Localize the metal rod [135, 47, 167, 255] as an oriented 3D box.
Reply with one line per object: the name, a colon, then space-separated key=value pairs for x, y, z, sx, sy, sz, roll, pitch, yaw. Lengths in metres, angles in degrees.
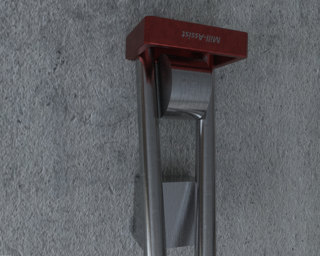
metal rod: x=-0.011 y=0.042 z=0.359 sx=0.025 sy=0.025 sz=0.299 roll=2 pitch=74 yaw=-20

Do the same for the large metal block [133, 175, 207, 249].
large metal block: x=0.011 y=0.105 z=0.400 sx=0.081 sy=0.050 sz=0.079 roll=2 pitch=90 yaw=-20

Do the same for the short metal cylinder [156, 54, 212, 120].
short metal cylinder: x=0.023 y=-0.050 z=0.391 sx=0.050 sy=0.080 sz=0.079 roll=2 pitch=90 yaw=-21

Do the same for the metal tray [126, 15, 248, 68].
metal tray: x=0.031 y=-0.102 z=0.388 sx=0.131 sy=0.090 sz=0.030 roll=2 pitch=90 yaw=-20

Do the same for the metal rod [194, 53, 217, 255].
metal rod: x=0.056 y=0.046 z=0.383 sx=0.025 sy=0.025 sz=0.299 roll=9 pitch=72 yaw=-20
